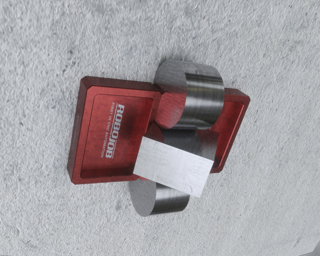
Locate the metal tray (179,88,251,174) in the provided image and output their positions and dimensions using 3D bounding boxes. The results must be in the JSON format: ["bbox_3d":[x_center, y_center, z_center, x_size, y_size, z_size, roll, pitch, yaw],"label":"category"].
[{"bbox_3d":[0.066,0.006,0.445,0.091,0.030,0.129,1,118,-29],"label":"metal tray"}]

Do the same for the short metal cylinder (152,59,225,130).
[{"bbox_3d":[0.030,-0.038,0.366,0.050,0.080,0.079,2,118,-30],"label":"short metal cylinder"}]

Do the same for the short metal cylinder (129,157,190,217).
[{"bbox_3d":[-0.002,0.076,0.419,0.050,0.080,0.079,2,118,-30],"label":"short metal cylinder"}]

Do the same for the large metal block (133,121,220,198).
[{"bbox_3d":[0.023,0.029,0.377,0.080,0.080,0.050,19,115,7],"label":"large metal block"}]

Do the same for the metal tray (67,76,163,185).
[{"bbox_3d":[-0.057,0.006,0.378,0.091,0.030,0.129,1,118,-29],"label":"metal tray"}]
